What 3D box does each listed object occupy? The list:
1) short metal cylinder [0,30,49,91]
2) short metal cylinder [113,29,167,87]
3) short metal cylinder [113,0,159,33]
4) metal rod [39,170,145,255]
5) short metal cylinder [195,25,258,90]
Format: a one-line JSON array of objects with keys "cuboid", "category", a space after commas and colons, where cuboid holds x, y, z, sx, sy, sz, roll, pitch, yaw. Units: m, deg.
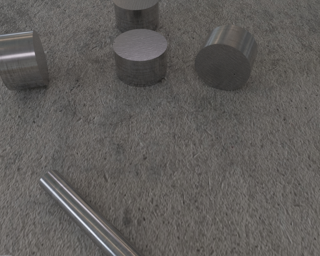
[{"cuboid": [-0.198, -0.097, 0.448, 0.050, 0.080, 0.080, -10, 51, -9], "category": "short metal cylinder"}, {"cuboid": [-0.029, -0.108, 0.478, 0.081, 0.050, 0.080, 0, 50, 0], "category": "short metal cylinder"}, {"cuboid": [-0.042, -0.213, 0.566, 0.081, 0.050, 0.080, 0, 50, 0], "category": "short metal cylinder"}, {"cuboid": [-0.015, 0.136, 0.288, 0.300, 0.025, 0.025, 35, 58, 25], "category": "metal rod"}, {"cuboid": [0.097, -0.102, 0.454, 0.080, 0.080, 0.050, 17, 52, 14], "category": "short metal cylinder"}]
